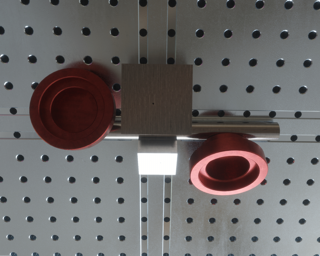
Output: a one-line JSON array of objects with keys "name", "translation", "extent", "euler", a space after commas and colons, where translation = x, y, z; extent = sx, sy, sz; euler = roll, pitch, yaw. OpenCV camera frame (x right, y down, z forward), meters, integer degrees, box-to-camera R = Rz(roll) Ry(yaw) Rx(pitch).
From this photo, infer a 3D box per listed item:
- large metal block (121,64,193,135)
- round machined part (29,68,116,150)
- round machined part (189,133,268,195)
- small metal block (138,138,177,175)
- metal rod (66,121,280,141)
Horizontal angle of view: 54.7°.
[{"name": "large metal block", "translation": [-0.004, -0.033, 0.376], "extent": [0.081, 0.050, 0.079], "euler": [1, 92, -1]}, {"name": "round machined part", "translation": [-0.103, -0.021, 0.382], "extent": [0.099, 0.042, 0.097], "euler": [0, 84, -1]}, {"name": "round machined part", "translation": [0.087, 0.044, 0.408], "extent": [0.099, 0.042, 0.097], "euler": [0, 136, 0]}, {"name": "small metal block", "translation": [-0.003, 0.039, 0.417], "extent": [0.050, 0.025, 0.050], "euler": [1, 139, -1]}, {"name": "metal rod", "translation": [0.006, 0.003, 0.415], "extent": [0.302, 0.025, 0.025], "euler": [0, 110, -1]}]
